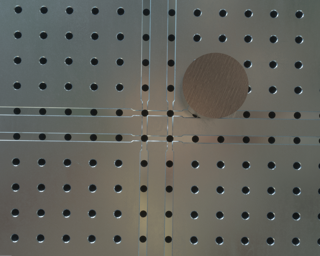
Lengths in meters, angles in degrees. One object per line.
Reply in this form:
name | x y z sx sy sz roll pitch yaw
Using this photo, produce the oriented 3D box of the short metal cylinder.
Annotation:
short metal cylinder | 0.068 -0.052 0.401 0.080 0.050 0.080 0 90 0
